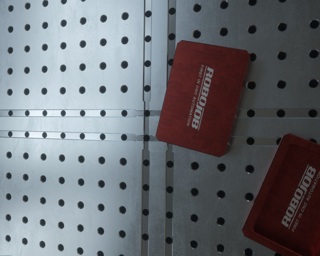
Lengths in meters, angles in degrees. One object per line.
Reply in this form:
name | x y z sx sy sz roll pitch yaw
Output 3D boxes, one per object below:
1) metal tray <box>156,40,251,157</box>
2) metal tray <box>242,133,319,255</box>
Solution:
metal tray | 0.054 -0.037 0.391 0.090 0.030 0.129 15 95 19
metal tray | 0.161 0.081 0.352 0.090 0.030 0.129 23 98 18
